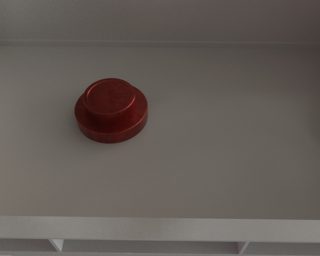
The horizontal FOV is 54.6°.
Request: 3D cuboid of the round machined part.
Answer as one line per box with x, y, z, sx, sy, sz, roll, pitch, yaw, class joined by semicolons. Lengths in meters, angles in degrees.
-0.066;-0.030;0.419;0.099;0.042;0.098;0;50;0;round machined part
